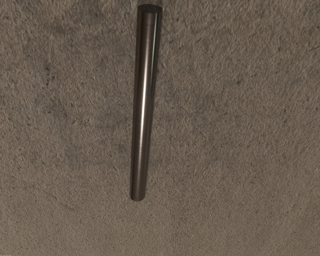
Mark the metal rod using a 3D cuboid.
[{"bbox_3d":[-0.023,-0.005,0.402,0.025,0.025,0.298,4,130,-4],"label":"metal rod"}]
